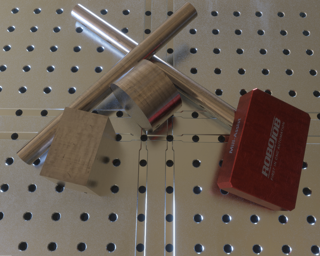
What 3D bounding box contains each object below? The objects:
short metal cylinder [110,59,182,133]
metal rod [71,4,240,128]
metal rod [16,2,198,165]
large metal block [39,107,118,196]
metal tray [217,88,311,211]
[{"bbox_3d":[-0.018,-0.040,0.397,0.050,0.080,0.080,-41,75,-13],"label":"short metal cylinder"},{"bbox_3d":[-0.008,-0.092,0.445,0.300,0.025,0.025,36,74,12],"label":"metal rod"},{"bbox_3d":[-0.065,-0.063,0.414,0.300,0.025,0.025,-43,76,-7],"label":"metal rod"},{"bbox_3d":[-0.091,0.031,0.370,0.050,0.080,0.080,13,71,5],"label":"large metal block"},{"bbox_3d":[0.132,0.027,0.385,0.090,0.030,0.130,23,70,-12],"label":"metal tray"}]
